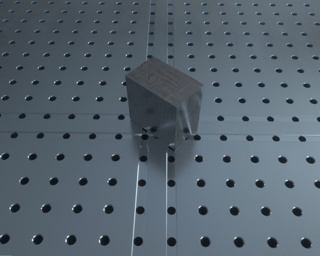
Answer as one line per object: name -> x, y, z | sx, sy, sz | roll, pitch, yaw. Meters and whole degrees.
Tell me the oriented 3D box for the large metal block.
large metal block -> 0.005, -0.032, 0.399 | 0.080, 0.080, 0.050 | 34, 58, 25
